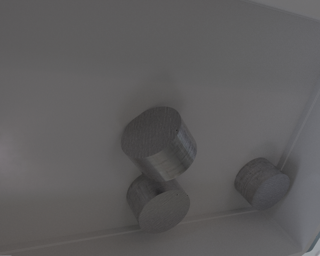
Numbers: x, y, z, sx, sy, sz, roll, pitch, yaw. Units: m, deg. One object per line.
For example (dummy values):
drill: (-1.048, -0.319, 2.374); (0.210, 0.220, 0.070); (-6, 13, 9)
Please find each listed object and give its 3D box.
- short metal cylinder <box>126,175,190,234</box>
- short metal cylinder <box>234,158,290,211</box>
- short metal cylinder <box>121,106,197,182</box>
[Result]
short metal cylinder: (-0.003, 0.108, 0.457); (0.081, 0.050, 0.079); (-14, 124, -21)
short metal cylinder: (0.181, 0.100, 0.553); (0.081, 0.050, 0.079); (-14, 124, -21)
short metal cylinder: (-0.001, 0.019, 0.384); (0.080, 0.080, 0.050); (-37, 129, -4)
